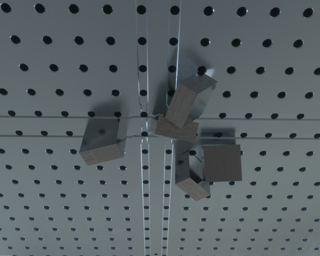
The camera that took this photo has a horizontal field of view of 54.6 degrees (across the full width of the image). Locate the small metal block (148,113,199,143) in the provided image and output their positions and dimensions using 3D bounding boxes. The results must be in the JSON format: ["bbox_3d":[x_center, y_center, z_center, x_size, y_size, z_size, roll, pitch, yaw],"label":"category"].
[{"bbox_3d":[0.015,0.001,0.394,0.050,0.050,0.025,13,86,-11],"label":"small metal block"}]

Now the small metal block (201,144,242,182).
[{"bbox_3d":[0.086,0.049,0.435,0.050,0.025,0.050,-2,86,0],"label":"small metal block"}]

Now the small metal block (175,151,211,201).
[{"bbox_3d":[0.048,0.070,0.454,0.025,0.050,0.050,-30,124,27],"label":"small metal block"}]

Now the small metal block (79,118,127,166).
[{"bbox_3d":[-0.074,0.018,0.410,0.050,0.050,0.025,-14,129,11],"label":"small metal block"}]

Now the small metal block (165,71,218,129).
[{"bbox_3d":[0.037,-0.033,0.363,0.025,0.050,0.050,36,129,18],"label":"small metal block"}]
